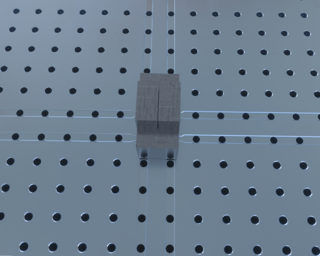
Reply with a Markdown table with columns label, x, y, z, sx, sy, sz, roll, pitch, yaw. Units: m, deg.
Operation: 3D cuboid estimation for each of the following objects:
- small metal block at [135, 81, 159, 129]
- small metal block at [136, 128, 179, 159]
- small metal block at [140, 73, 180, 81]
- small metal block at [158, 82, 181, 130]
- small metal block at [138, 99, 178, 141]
| label | x | y | z | sx | sy | sz | roll | pitch | yaw |
| --- | --- | --- | --- | --- | --- | --- | --- | --- | --- |
| small metal block | -0.015 | -0.023 | 0.380 | 0.025 | 0.050 | 0.050 | 2 | 70 | 1 |
| small metal block | -0.003 | 0.021 | 0.391 | 0.050 | 0.050 | 0.025 | 1 | 70 | 1 |
| small metal block | -0.001 | -0.050 | 0.416 | 0.050 | 0.050 | 0.025 | 2 | 70 | 1 |
| small metal block | 0.012 | -0.023 | 0.380 | 0.025 | 0.050 | 0.050 | 1 | 70 | 2 |
| small metal block | -0.002 | -0.010 | 0.415 | 0.050 | 0.025 | 0.050 | 1 | 70 | 2 |
